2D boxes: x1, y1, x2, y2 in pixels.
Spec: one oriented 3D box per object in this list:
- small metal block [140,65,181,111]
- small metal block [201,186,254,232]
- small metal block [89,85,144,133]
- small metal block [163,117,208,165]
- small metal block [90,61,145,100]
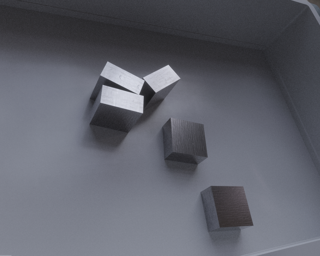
[{"bbox_3d":[-0.007,-0.052,0.417,0.050,0.050,0.025,-35,82,-38],"label":"small metal block"},{"bbox_3d":[0.083,0.101,0.389,0.050,0.025,0.050,6,59,-25],"label":"small metal block"},{"bbox_3d":[-0.053,-0.021,0.374,0.050,0.050,0.025,13,56,-21],"label":"small metal block"},{"bbox_3d":[0.033,0.018,0.412,0.050,0.025,0.050,11,57,-22],"label":"small metal block"},{"bbox_3d":[-0.054,-0.048,0.389,0.050,0.050,0.025,26,53,-12],"label":"small metal block"}]
